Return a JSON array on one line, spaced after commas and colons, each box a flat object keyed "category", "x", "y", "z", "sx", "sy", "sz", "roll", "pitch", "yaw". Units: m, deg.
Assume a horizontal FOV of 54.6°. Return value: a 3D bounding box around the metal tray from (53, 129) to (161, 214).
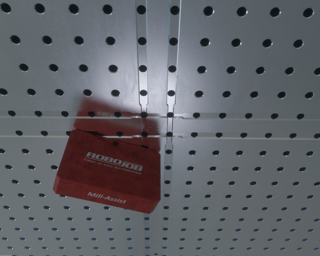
[{"category": "metal tray", "x": -0.065, "y": 0.057, "z": 0.416, "sx": 0.131, "sy": 0.090, "sz": 0.030, "roll": 16, "pitch": 128, "yaw": -14}]
